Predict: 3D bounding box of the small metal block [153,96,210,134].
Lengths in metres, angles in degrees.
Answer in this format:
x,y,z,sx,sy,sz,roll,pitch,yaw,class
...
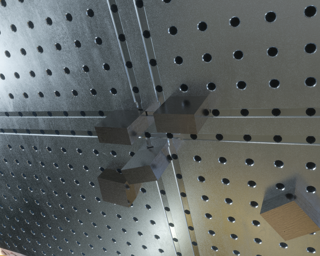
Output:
x,y,z,sx,sy,sz,roll,pitch,yaw,class
0.027,-0.017,0.369,0.050,0.050,0.025,3,120,26,small metal block

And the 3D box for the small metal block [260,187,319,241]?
x,y,z,sx,sy,sz,roll,pitch,yaw,class
0.165,0.110,0.392,0.050,0.025,0.050,46,129,-5,small metal block

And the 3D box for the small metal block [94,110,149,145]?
x,y,z,sx,sy,sz,roll,pitch,yaw,class
-0.051,-0.002,0.419,0.050,0.050,0.025,3,120,26,small metal block

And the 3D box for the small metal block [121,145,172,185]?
x,y,z,sx,sy,sz,roll,pitch,yaw,class
-0.018,0.052,0.435,0.050,0.050,0.025,-14,111,33,small metal block

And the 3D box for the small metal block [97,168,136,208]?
x,y,z,sx,sy,sz,roll,pitch,yaw,class
-0.070,0.098,0.507,0.050,0.025,0.050,8,122,23,small metal block
